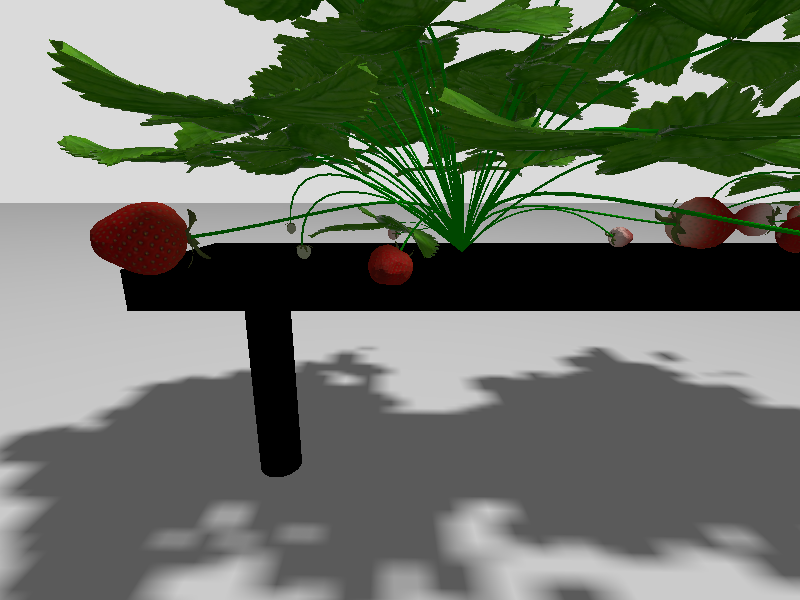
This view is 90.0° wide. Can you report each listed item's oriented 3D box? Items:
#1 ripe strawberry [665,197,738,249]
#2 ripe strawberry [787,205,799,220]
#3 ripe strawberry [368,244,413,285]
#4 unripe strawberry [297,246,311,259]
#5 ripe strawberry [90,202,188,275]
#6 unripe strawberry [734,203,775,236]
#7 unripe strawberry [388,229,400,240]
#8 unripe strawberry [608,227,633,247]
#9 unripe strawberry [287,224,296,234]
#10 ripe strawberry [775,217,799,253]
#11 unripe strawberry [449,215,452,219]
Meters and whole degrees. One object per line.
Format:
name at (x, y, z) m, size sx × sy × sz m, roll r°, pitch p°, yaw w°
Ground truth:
ripe strawberry at (0.266, -0.068, 0.352) m, size 0.052 × 0.045 × 0.052 m, roll 0°, pitch 15°, yaw -2°
ripe strawberry at (0.587, -0.123, 0.585) m, size 0.034 × 0.036 × 0.037 m, roll 5°, pitch 15°, yaw 18°
ripe strawberry at (-0.006, -0.018, 0.216) m, size 0.025 × 0.021 × 0.025 m, roll 7°, pitch 27°, yaw 23°
unripe strawberry at (-0.068, -0.034, 0.285) m, size 0.010 × 0.010 × 0.009 m, roll -8°, pitch 17°, yaw -27°
ripe strawberry at (-0.158, -0.038, 0.244) m, size 0.050 × 0.043 × 0.050 m, roll -8°, pitch 17°, yaw -25°
unripe strawberry at (0.413, -0.094, 0.469) m, size 0.033 × 0.038 × 0.036 m, roll -11°, pitch 18°, yaw -35°
unripe strawberry at (-0.007, -0.073, 0.432) m, size 0.013 × 0.014 × 0.014 m, roll -11°, pitch 18°, yaw -34°
unripe strawberry at (0.204, -0.058, 0.369) m, size 0.019 × 0.019 × 0.021 m, roll 0°, pitch 15°, yaw -9°
unripe strawberry at (-0.118, -0.077, 0.434) m, size 0.010 × 0.011 × 0.011 m, roll 8°, pitch 17°, yaw 26°
ripe strawberry at (0.335, -0.056, 0.340) m, size 0.029 × 0.030 × 0.026 m, roll -1°, pitch 15°, yaw -2°
unripe strawberry at (0.081, -0.125, 0.622) m, size 0.015 × 0.017 × 0.017 m, roll 1°, pitch 43°, yaw 5°
